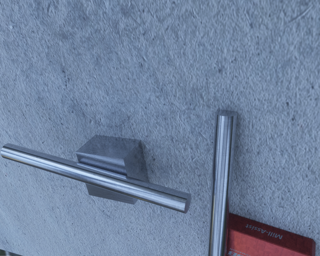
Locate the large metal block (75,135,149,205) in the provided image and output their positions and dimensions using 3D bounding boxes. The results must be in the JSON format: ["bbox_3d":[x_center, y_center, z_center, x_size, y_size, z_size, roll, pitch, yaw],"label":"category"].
[{"bbox_3d":[-0.068,0.060,0.462,0.080,0.050,0.079,5,121,25],"label":"large metal block"}]

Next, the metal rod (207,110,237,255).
[{"bbox_3d":[0.077,0.123,0.406,0.025,0.025,0.298,8,111,23],"label":"metal rod"}]

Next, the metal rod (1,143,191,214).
[{"bbox_3d":[-0.103,0.064,0.434,0.301,0.025,0.025,12,123,21],"label":"metal rod"}]

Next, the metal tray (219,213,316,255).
[{"bbox_3d":[0.139,0.177,0.439,0.130,0.030,0.089,14,124,20],"label":"metal tray"}]
